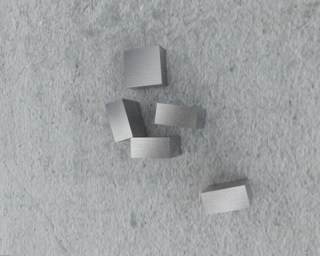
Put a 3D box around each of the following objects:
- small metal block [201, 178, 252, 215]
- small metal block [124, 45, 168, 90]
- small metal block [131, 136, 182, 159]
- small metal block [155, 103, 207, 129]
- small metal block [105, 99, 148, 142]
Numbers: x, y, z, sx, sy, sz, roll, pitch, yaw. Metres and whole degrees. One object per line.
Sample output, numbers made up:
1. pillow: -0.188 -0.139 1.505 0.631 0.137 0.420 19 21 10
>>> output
1. small metal block: 0.081 0.080 0.367 0.050 0.050 0.025 -15 85 19
2. small metal block: -0.019 -0.080 0.415 0.050 0.025 0.050 -4 89 19
3. small metal block: -0.004 0.024 0.396 0.050 0.050 0.025 -1 90 19
4. small metal block: 0.027 -0.015 0.386 0.050 0.050 0.025 8 93 19
5. small metal block: -0.043 -0.009 0.410 0.025 0.050 0.050 -18 84 19
